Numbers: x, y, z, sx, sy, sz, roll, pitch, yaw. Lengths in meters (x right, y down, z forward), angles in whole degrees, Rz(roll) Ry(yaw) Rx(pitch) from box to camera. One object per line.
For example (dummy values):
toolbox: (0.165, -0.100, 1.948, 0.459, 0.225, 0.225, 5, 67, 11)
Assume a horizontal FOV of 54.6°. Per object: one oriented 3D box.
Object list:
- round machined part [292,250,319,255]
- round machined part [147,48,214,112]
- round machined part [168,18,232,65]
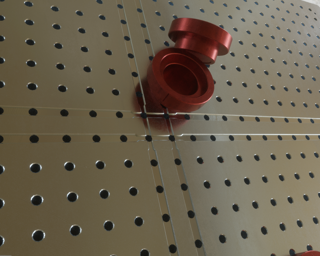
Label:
round machined part: (0.204, 0.203, 0.383, 0.099, 0.042, 0.098, 13, 56, -21)
round machined part: (0.026, -0.065, 0.450, 0.099, 0.042, 0.098, 13, 56, -21)
round machined part: (0.059, -0.130, 0.485, 0.099, 0.098, 0.042, 17, 91, -18)
